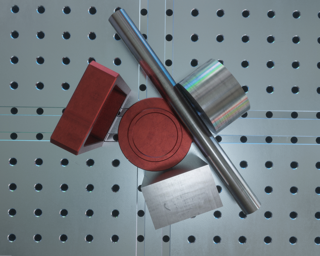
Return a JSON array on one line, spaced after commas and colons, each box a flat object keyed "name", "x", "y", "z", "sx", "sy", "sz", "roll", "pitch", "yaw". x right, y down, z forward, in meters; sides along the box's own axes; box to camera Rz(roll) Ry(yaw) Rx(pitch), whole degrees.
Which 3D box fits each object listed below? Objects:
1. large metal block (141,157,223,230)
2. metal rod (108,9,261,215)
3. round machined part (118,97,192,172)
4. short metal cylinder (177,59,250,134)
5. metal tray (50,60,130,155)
[{"name": "large metal block", "x": 0.024, "y": 0.077, "z": 0.386, "sx": 0.080, "sy": 0.080, "sz": 0.050, "roll": -19, "pitch": 90, "yaw": 0}, {"name": "metal rod", "x": 0.032, "y": -0.020, "z": 0.393, "sx": 0.025, "sy": 0.025, "sz": 0.299, "roll": -35, "pitch": 90, "yaw": 0}, {"name": "round machined part", "x": -0.006, "y": 0.009, "z": 0.404, "sx": 0.099, "sy": 0.042, "sz": 0.097, "roll": 0, "pitch": 90, "yaw": -1}, {"name": "short metal cylinder", "x": 0.066, "y": -0.039, "z": 0.386, "sx": 0.050, "sy": 0.080, "sz": 0.080, "roll": -37, "pitch": 90, "yaw": 0}, {"name": "metal tray", "x": -0.073, "y": -0.020, "z": 0.360, "sx": 0.030, "sy": 0.130, "sz": 0.090, "roll": 27, "pitch": 90, "yaw": 0}]
